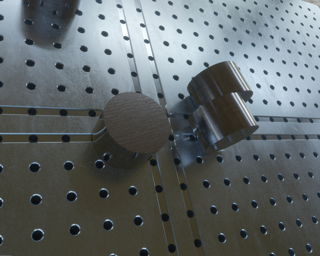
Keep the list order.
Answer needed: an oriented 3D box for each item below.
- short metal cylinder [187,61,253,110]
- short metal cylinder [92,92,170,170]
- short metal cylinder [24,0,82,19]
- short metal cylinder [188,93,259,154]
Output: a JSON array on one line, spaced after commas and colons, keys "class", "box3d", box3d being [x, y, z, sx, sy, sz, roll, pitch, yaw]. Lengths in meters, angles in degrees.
[{"class": "short metal cylinder", "box3d": [0.087, -0.053, 0.451, 0.081, 0.080, 0.050, -13, 68, -33]}, {"class": "short metal cylinder", "box3d": [-0.035, 0.004, 0.371, 0.081, 0.050, 0.080, 14, 56, -21]}, {"class": "short metal cylinder", "box3d": [-0.148, -0.201, 0.435, 0.081, 0.050, 0.080, 14, 56, -21]}, {"class": "short metal cylinder", "box3d": [0.085, -0.005, 0.422, 0.081, 0.080, 0.050, -12, 68, -33]}]
